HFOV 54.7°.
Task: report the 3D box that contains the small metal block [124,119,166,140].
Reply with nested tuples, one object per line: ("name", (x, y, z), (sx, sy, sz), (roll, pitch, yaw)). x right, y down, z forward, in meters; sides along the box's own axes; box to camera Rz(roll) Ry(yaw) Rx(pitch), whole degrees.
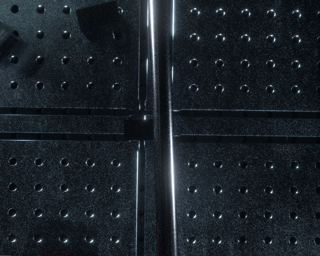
("small metal block", (-0.018, 0.002, 0.401), (0.050, 0.050, 0.025), (-1, 90, -1))

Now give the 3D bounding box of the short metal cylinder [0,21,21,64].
("short metal cylinder", (-0.223, -0.118, 0.383), (0.080, 0.080, 0.050), (42, 90, -1))

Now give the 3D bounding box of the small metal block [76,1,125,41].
("small metal block", (-0.075, -0.137, 0.400), (0.050, 0.050, 0.025), (-13, 90, 0))

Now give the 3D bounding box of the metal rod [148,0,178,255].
("metal rod", (0.004, -0.002, 0.363), (0.025, 0.025, 0.298), (-2, 90, -1))
